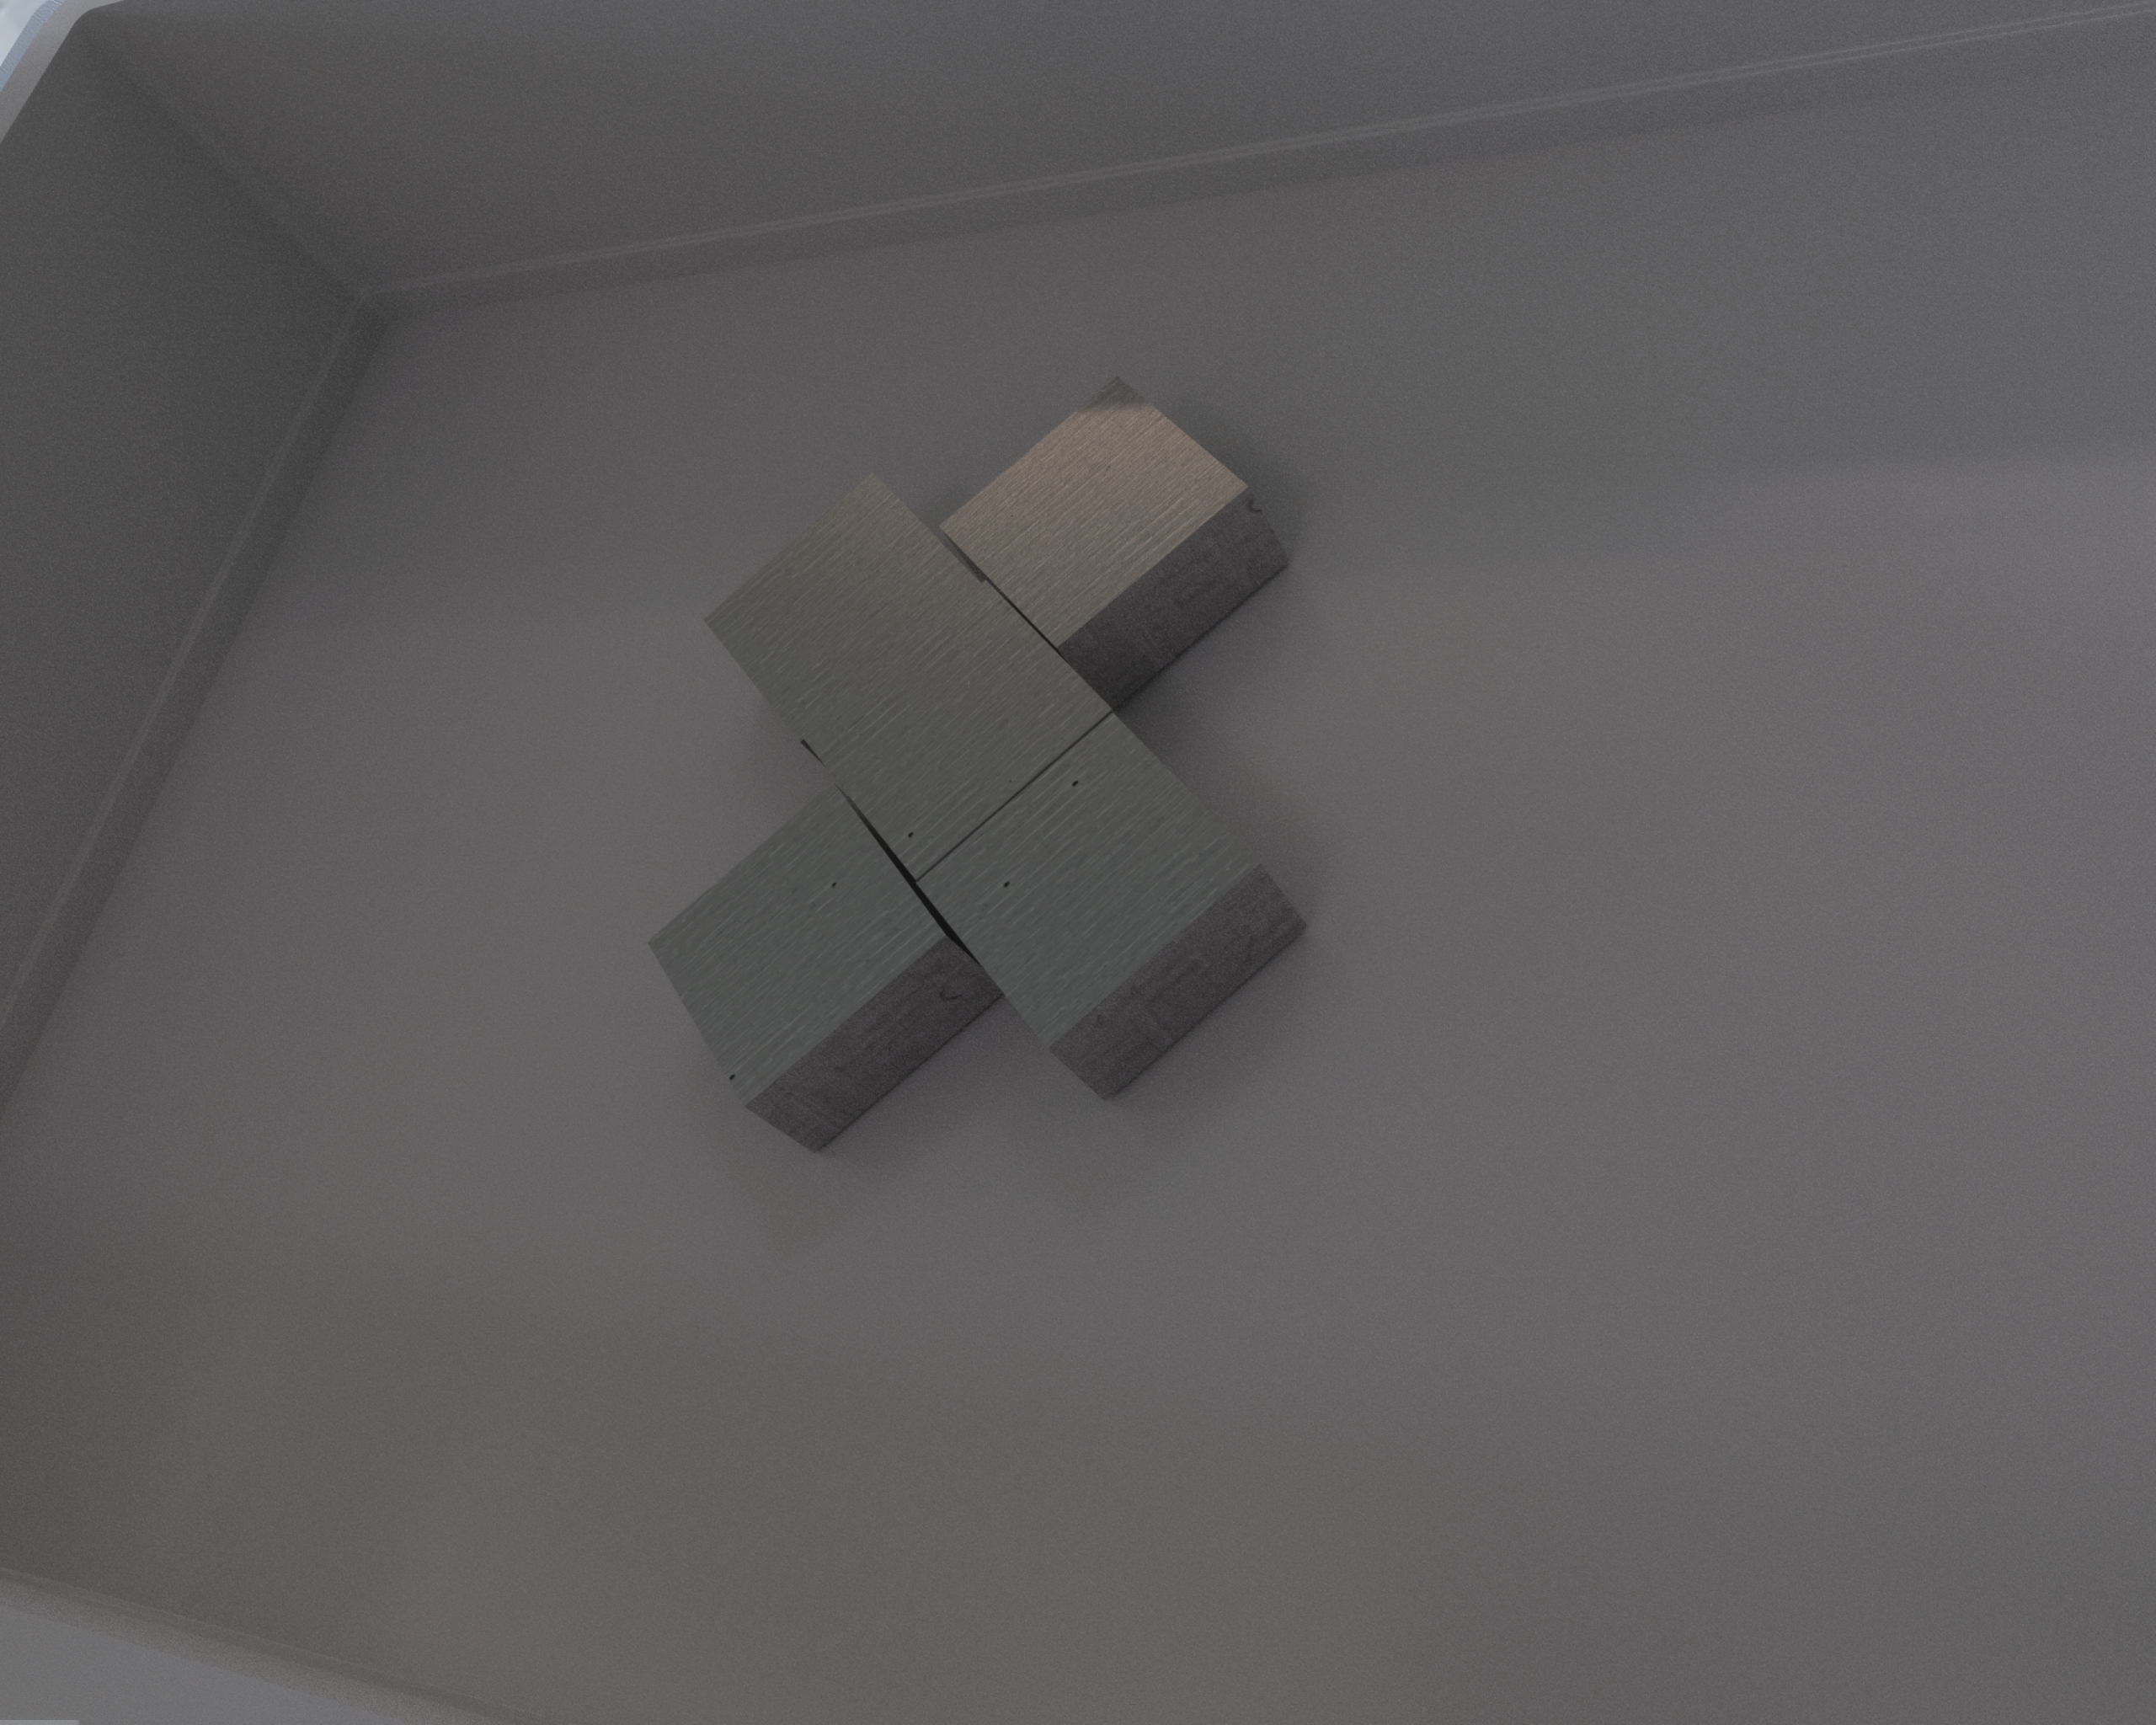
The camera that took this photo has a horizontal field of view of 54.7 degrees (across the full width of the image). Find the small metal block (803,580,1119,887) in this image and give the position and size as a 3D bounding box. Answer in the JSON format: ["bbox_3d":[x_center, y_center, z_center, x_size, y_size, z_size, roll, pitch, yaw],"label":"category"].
[{"bbox_3d":[-0.020,-0.022,0.426,0.050,0.025,0.050,-41,51,0],"label":"small metal block"}]

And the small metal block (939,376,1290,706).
[{"bbox_3d":[0.007,-0.067,0.441,0.050,0.025,0.050,-40,51,-1],"label":"small metal block"}]

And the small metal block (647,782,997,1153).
[{"bbox_3d":[-0.051,0.021,0.418,0.050,0.025,0.050,-41,51,1],"label":"small metal block"}]

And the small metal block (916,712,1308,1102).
[{"bbox_3d":[0.006,0.008,0.395,0.050,0.025,0.050,-41,51,0],"label":"small metal block"}]

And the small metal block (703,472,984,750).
[{"bbox_3d":[-0.046,-0.050,0.458,0.050,0.025,0.050,-41,51,0],"label":"small metal block"}]
